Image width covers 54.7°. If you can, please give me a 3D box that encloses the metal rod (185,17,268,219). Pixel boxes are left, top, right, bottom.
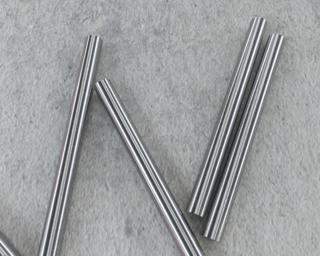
[{"bbox_3d":[0.096,-0.027,0.419,0.025,0.025,0.300,20,71,7],"label":"metal rod"}]

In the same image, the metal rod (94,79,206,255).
[{"bbox_3d":[-0.009,0.064,0.384,0.025,0.025,0.299,-27,72,-10],"label":"metal rod"}]

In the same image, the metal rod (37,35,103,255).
[{"bbox_3d":[-0.112,0.011,0.402,0.025,0.025,0.299,6,70,2],"label":"metal rod"}]

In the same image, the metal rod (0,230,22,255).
[{"bbox_3d":[-0.259,0.072,0.378,0.300,0.025,0.025,41,75,13],"label":"metal rod"}]

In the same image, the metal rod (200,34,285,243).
[{"bbox_3d":[0.116,0.000,0.409,0.025,0.025,0.300,21,71,7],"label":"metal rod"}]
